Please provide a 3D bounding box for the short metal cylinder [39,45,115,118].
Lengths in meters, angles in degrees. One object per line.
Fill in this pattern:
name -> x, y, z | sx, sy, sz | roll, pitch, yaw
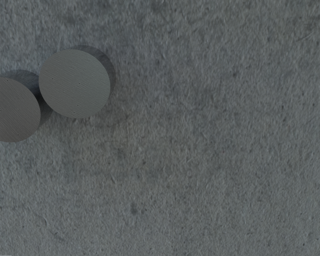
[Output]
short metal cylinder -> -0.097, -0.057, 0.374 | 0.081, 0.050, 0.079 | 0, 110, -1

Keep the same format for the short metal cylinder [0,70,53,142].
short metal cylinder -> -0.180, -0.028, 0.383 | 0.081, 0.050, 0.079 | 0, 110, -1
